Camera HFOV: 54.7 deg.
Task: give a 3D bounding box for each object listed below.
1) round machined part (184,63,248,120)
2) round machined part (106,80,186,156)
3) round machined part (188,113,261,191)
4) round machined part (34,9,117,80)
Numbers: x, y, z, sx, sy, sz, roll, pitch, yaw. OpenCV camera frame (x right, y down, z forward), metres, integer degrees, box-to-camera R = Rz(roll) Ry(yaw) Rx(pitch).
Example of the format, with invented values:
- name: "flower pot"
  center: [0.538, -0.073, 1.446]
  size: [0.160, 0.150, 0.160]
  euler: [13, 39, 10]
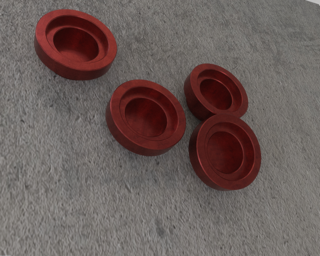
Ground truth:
- name: "round machined part"
  center: [0.078, -0.045, 0.461]
  size: [0.099, 0.042, 0.098]
  euler: [14, 55, -21]
- name: "round machined part"
  center: [-0.020, -0.009, 0.387]
  size: [0.099, 0.042, 0.098]
  euler: [14, 56, -21]
- name: "round machined part"
  center: [0.080, 0.033, 0.406]
  size: [0.099, 0.042, 0.098]
  euler: [7, 72, -23]
- name: "round machined part"
  center: [-0.108, -0.100, 0.396]
  size: [0.099, 0.042, 0.098]
  euler: [14, 56, -21]
